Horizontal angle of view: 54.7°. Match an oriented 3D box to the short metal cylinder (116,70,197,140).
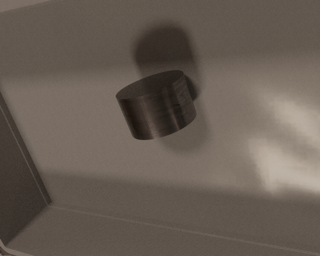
[{"bbox_3d":[-0.004,-0.028,0.357,0.080,0.080,0.050,-7,115,31],"label":"short metal cylinder"}]
